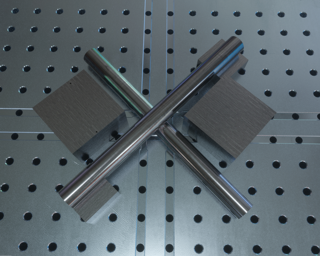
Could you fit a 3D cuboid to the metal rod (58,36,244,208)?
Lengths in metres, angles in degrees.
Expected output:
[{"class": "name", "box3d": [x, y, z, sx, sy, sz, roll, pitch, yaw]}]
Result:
[{"class": "metal rod", "box3d": [-0.001, -0.017, 0.391, 0.301, 0.025, 0.025, -43, 76, -14]}]

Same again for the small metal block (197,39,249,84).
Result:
[{"class": "small metal block", "box3d": [0.089, -0.092, 0.446, 0.050, 0.025, 0.050, -42, 76, -14]}]

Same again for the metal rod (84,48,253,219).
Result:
[{"class": "metal rod", "box3d": [0.002, -0.002, 0.411, 0.025, 0.025, 0.300, -41, 75, -13]}]

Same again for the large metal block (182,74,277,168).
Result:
[{"class": "large metal block", "box3d": [0.087, -0.009, 0.402, 0.080, 0.050, 0.080, 41, 75, 13]}]

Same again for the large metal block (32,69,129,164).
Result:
[{"class": "large metal block", "box3d": [-0.100, -0.014, 0.403, 0.080, 0.050, 0.080, -41, 75, -14]}]

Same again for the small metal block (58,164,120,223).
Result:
[{"class": "small metal block", "box3d": [-0.086, 0.080, 0.382, 0.050, 0.025, 0.050, 43, 75, 14]}]
